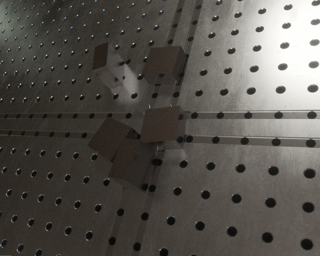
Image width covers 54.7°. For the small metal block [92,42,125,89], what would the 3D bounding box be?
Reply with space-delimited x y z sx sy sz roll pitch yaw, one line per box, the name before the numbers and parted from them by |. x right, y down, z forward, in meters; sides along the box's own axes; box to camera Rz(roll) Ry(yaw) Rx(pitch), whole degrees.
small metal block | -0.081 -0.099 0.493 0.025 0.050 0.050 -14 56 20

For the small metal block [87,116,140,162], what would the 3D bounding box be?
small metal block | -0.064 0.018 0.429 0.050 0.025 0.050 23 74 36

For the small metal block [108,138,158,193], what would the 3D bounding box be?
small metal block | -0.031 0.047 0.379 0.025 0.050 0.050 5 64 30

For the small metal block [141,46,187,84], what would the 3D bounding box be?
small metal block | 0.007 -0.093 0.461 0.050 0.025 0.050 4 63 29

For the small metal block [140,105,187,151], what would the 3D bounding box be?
small metal block | 0.005 0.001 0.404 0.050 0.025 0.050 -5 59 25
